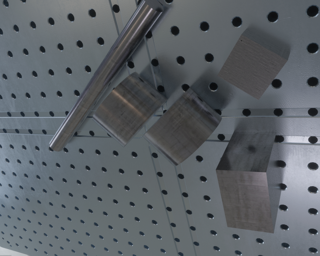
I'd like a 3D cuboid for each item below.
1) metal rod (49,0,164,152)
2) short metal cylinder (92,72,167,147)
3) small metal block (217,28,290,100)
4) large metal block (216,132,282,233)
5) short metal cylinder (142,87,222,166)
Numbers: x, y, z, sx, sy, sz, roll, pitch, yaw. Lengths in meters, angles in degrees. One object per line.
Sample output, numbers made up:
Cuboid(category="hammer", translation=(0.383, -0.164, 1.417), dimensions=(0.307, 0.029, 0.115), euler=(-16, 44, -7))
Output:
Cuboid(category="metal rod", translation=(-0.090, -0.052, 0.425), dimensions=(0.025, 0.025, 0.299), euler=(44, 129, -2))
Cuboid(category="short metal cylinder", translation=(-0.036, -0.022, 0.381), dimensions=(0.050, 0.080, 0.080), euler=(42, 129, -1))
Cuboid(category="small metal block", translation=(0.096, -0.066, 0.320), dimensions=(0.050, 0.025, 0.050), euler=(32, 129, 7))
Cuboid(category="large metal block", translation=(0.106, 0.059, 0.356), dimensions=(0.050, 0.080, 0.080), euler=(-1, 118, 29))
Cuboid(category="short metal cylinder", translation=(0.025, -0.002, 0.361), dimensions=(0.050, 0.080, 0.080), euler=(44, 129, -2))
